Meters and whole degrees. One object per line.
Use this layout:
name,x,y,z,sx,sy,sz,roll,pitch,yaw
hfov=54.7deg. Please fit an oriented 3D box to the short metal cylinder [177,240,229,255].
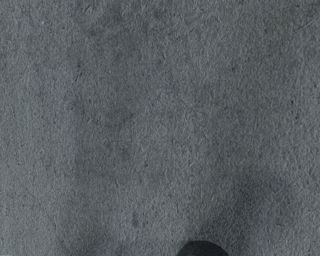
short metal cylinder,0.049,0.186,0.378,0.080,0.050,0.080,0,90,20
